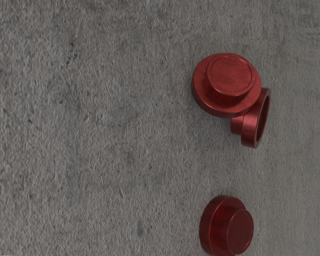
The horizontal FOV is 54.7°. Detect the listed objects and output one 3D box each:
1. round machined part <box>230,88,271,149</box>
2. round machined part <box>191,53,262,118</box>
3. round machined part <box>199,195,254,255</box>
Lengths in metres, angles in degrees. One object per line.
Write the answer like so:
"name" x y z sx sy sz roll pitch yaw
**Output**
"round machined part" 0.144 -0.019 0.498 0.099 0.042 0.097 -40 137 -51
"round machined part" 0.096 -0.066 0.439 0.099 0.042 0.098 1 68 -3
"round machined part" 0.110 0.158 0.486 0.099 0.042 0.097 0 90 -40
